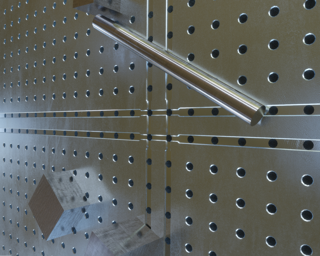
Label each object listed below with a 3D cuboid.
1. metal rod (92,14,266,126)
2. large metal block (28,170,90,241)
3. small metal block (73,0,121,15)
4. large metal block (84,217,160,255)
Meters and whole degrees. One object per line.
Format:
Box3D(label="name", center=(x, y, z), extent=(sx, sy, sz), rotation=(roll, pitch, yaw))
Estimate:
Box3D(label="metal rod", center=(0.004, -0.090, 0.406), extent=(0.300, 0.025, 0.025), rotation=(38, 113, 33))
Box3D(label="large metal block", center=(-0.177, 0.133, 0.540), extent=(0.080, 0.050, 0.080), rotation=(49, 119, 29))
Box3D(label="small metal block", center=(-0.096, -0.192, 0.473), extent=(0.050, 0.050, 0.025), rotation=(7, 94, 40))
Box3D(label="large metal block", center=(-0.056, 0.177, 0.420), extent=(0.050, 0.081, 0.079), rotation=(31, 110, 35))
